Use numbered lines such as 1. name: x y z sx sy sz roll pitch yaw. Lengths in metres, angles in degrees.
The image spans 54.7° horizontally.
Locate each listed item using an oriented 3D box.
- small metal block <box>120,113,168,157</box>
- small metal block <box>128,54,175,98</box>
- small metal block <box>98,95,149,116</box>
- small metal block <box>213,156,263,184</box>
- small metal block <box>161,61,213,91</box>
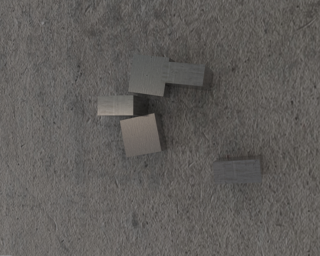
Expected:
1. small metal block: -0.022 0.010 0.416 0.050 0.025 0.050 -11 87 19
2. small metal block: -0.011 -0.069 0.413 0.050 0.025 0.050 10 93 19
3. small metal block: -0.048 -0.028 0.413 0.050 0.050 0.025 1 90 20
4. small metal block: 0.093 0.048 0.363 0.050 0.050 0.025 -6 88 20
5. small metal block: 0.035 -0.063 0.383 0.050 0.050 0.025 9 93 20
